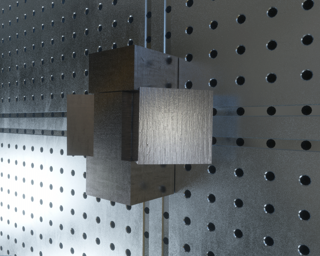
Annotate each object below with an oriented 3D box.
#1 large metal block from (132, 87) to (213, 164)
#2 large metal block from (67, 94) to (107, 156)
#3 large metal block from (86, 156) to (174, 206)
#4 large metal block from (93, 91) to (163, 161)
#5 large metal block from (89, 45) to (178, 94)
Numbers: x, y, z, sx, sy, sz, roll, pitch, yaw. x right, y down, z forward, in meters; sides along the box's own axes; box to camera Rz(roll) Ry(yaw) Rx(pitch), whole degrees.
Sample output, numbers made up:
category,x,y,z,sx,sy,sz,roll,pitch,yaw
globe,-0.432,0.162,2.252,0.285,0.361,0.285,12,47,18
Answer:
category,x,y,z,sx,sy,sz,roll,pitch,yaw
large metal block,0.012,-0.002,0.351,0.050,0.081,0.079,-177,88,-77
large metal block,-0.095,-0.005,0.441,0.050,0.080,0.079,0,91,0
large metal block,-0.038,0.061,0.401,0.080,0.081,0.050,2,91,39
large metal block,-0.037,-0.003,0.401,0.050,0.081,0.079,1,91,40
large metal block,-0.034,-0.068,0.398,0.080,0.081,0.050,2,91,39
